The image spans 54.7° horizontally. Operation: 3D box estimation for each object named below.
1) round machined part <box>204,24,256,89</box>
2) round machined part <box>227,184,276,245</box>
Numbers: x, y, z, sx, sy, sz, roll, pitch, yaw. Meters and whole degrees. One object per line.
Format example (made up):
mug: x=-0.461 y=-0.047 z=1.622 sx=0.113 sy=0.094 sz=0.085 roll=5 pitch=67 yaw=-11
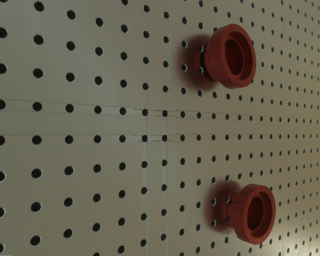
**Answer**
round machined part: x=0.107 y=-0.109 z=0.487 sx=0.099 sy=0.042 sz=0.097 roll=5 pitch=82 yaw=-43
round machined part: x=0.153 y=0.144 z=0.530 sx=0.099 sy=0.042 sz=0.097 roll=0 pitch=90 yaw=-40
